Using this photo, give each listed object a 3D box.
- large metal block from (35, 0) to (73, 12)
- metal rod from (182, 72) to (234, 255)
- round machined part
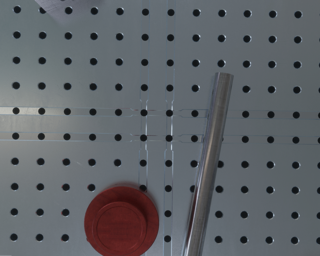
[{"bbox_3d":[-0.135,-0.212,0.400,0.080,0.050,0.080,-23,90,0],"label":"large metal block"},{"bbox_3d":[0.060,0.075,0.413,0.025,0.025,0.298,10,90,0],"label":"metal rod"},{"bbox_3d":[-0.050,0.125,0.405,0.099,0.042,0.097,0,90,0],"label":"round machined part"}]
